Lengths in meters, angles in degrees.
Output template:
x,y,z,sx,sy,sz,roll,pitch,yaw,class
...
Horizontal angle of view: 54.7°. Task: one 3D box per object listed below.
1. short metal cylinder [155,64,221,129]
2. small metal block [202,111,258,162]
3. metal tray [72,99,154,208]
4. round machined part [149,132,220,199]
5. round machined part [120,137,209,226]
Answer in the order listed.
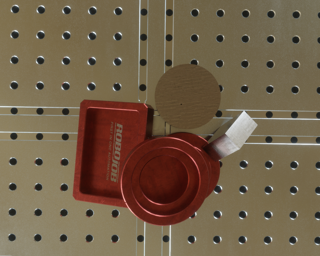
x,y,z,sx,sy,sz,roll,pitch,yaw,class
0.034,-0.038,0.401,0.081,0.050,0.079,0,90,-1,short metal cylinder
0.088,0.011,0.392,0.025,0.050,0.050,47,55,0,small metal block
-0.060,0.031,0.399,0.090,0.030,0.129,5,90,14,metal tray
0.030,0.054,0.404,0.099,0.042,0.097,0,90,-1,round machined part
0.003,0.058,0.357,0.099,0.042,0.097,0,92,-11,round machined part
